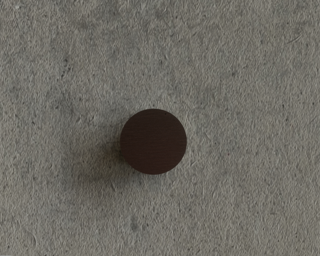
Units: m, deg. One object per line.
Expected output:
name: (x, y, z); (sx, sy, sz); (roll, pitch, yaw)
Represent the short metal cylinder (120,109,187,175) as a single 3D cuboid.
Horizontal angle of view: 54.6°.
short metal cylinder: (-0.008, 0.016, 0.397); (0.080, 0.050, 0.080); (0, 90, 0)
